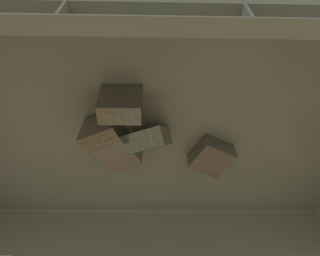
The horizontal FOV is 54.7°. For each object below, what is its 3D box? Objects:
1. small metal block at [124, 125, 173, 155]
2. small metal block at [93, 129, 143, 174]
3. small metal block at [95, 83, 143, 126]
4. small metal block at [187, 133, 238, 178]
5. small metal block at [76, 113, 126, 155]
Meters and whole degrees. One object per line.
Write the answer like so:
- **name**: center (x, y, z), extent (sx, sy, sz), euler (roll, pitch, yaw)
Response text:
- **small metal block**: center (-0.015, 0.016, 0.403), extent (0.050, 0.050, 0.025), euler (-16, 85, 13)
- **small metal block**: center (-0.059, 0.033, 0.437), extent (0.050, 0.025, 0.050), euler (-21, 127, 17)
- **small metal block**: center (-0.046, -0.029, 0.368), extent (0.050, 0.050, 0.025), euler (1, 130, -1)
- **small metal block**: center (0.073, 0.041, 0.444), extent (0.050, 0.025, 0.050), euler (22, 127, -18)
- **small metal block**: center (-0.072, 0.002, 0.392), extent (0.050, 0.050, 0.025), euler (-19, 125, 15)
